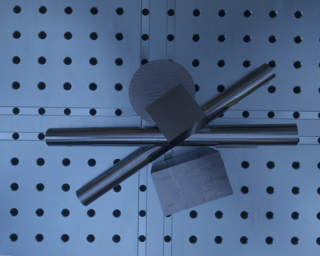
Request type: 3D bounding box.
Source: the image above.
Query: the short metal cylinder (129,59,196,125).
[{"bbox_3d":[0.003,-0.043,0.397,0.081,0.050,0.079,0,89,0],"label":"short metal cylinder"}]

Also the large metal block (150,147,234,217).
[{"bbox_3d":[0.035,0.061,0.382,0.080,0.080,0.050,-18,90,0],"label":"large metal block"}]

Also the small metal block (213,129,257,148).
[{"bbox_3d":[0.093,0.012,0.398,0.050,0.050,0.025,0,90,1],"label":"small metal block"}]

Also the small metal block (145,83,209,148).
[{"bbox_3d":[0.019,-0.014,0.352,0.050,0.025,0.050,-35,68,0],"label":"small metal block"}]

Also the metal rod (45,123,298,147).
[{"bbox_3d":[0.003,0.010,0.375,0.301,0.025,0.025,-1,90,13],"label":"metal rod"}]

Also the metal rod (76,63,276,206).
[{"bbox_3d":[0.021,0.009,0.411,0.301,0.025,0.025,-34,90,0],"label":"metal rod"}]
